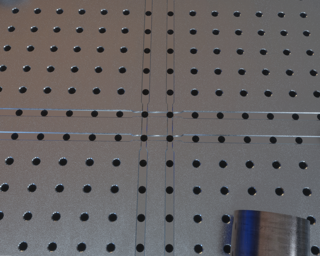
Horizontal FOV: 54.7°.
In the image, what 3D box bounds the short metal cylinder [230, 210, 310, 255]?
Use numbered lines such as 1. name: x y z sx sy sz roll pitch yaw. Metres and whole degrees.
1. short metal cylinder: 0.120 0.122 0.338 0.080 0.080 0.050 9 71 3
